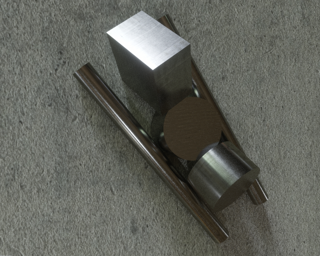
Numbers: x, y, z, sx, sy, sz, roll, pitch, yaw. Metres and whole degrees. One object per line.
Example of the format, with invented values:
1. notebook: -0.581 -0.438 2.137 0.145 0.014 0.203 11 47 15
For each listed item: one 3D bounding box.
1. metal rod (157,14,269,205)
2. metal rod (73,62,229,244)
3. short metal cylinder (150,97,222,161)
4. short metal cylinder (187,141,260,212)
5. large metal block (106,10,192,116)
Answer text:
1. metal rod: 0.076 -0.018 0.438 0.025 0.025 0.299 -34 101 -17
2. metal rod: -0.004 0.042 0.408 0.025 0.025 0.300 -43 104 -15
3. short metal cylinder: 0.033 0.001 0.409 0.081 0.050 0.080 0 90 -20
4. short metal cylinder: 0.083 0.064 0.405 0.080 0.080 0.050 -33 59 -17
5. large metal block: -0.009 -0.074 0.361 0.050 0.080 0.080 -38 61 -16
